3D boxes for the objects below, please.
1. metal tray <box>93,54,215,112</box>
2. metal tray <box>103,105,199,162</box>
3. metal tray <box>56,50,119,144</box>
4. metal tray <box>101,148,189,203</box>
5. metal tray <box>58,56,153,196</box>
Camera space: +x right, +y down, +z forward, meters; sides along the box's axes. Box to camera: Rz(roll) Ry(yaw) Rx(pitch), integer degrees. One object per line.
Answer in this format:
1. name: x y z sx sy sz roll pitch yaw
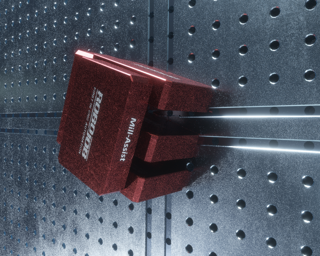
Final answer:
1. metal tray: -0.012 -0.055 0.376 0.130 0.091 0.030 27 107 37
2. metal tray: -0.028 0.000 0.390 0.130 0.091 0.030 25 105 36
3. metal tray: -0.096 -0.040 0.444 0.030 0.090 0.129 20 104 16
4. metal tray: -0.041 0.044 0.401 0.130 0.091 0.030 27 107 36
5. metal tray: -0.064 -0.004 0.342 0.090 0.030 0.129 26 107 37
